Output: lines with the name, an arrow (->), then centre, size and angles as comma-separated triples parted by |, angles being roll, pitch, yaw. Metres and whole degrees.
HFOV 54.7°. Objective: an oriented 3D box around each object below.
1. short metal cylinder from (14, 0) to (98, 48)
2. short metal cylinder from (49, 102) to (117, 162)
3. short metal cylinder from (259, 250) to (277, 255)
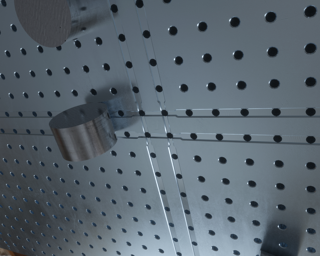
short metal cylinder -> -0.123, -0.143, 0.370 | 0.080, 0.050, 0.079 | 13, 124, 20
short metal cylinder -> -0.105, 0.004, 0.432 | 0.080, 0.080, 0.050 | 0, 119, 28
short metal cylinder -> 0.155, 0.219, 0.429 | 0.050, 0.080, 0.079 | 15, 125, 19
